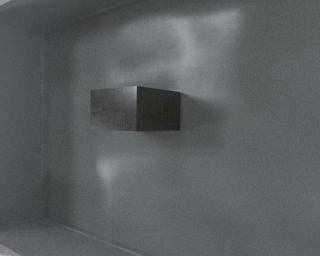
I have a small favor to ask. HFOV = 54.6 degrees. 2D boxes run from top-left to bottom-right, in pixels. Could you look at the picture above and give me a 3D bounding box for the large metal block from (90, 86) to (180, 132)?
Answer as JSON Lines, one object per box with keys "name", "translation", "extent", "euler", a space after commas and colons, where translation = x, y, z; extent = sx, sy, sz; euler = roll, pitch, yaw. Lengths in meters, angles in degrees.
{"name": "large metal block", "translation": [-0.031, -0.022, 0.395], "extent": [0.080, 0.081, 0.050], "euler": [2, 91, 40]}
